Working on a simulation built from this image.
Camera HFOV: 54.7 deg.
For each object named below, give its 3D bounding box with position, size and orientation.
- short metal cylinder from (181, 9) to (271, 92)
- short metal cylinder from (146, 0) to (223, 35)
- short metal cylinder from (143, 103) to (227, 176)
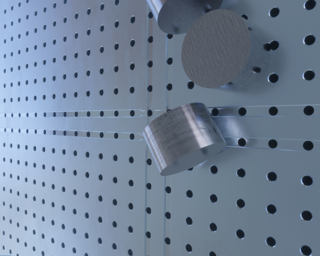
[{"bbox_3d":[0.070,-0.080,0.335,0.080,0.050,0.079,0,90,40],"label":"short metal cylinder"},{"bbox_3d":[0.025,-0.153,0.353,0.080,0.081,0.050,-36,68,34],"label":"short metal cylinder"},{"bbox_3d":[0.027,0.014,0.351,0.080,0.081,0.050,-38,67,33],"label":"short metal cylinder"}]
